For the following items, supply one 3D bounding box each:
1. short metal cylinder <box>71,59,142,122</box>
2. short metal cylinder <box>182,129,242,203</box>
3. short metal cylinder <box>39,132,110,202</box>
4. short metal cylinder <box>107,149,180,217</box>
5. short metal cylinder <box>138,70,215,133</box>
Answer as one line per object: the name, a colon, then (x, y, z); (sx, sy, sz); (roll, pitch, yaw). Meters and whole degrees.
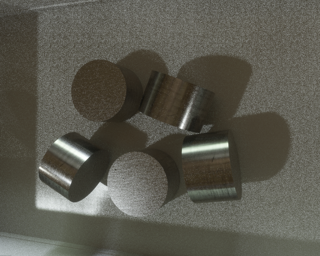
short metal cylinder: (-0.071, -0.048, 0.419); (0.080, 0.050, 0.079); (0, 90, 19)
short metal cylinder: (0.062, 0.044, 0.357); (0.050, 0.080, 0.080); (-10, 87, 19)
short metal cylinder: (-0.113, 0.052, 0.417); (0.050, 0.080, 0.080); (29, 99, 17)
short metal cylinder: (-0.020, 0.068, 0.402); (0.080, 0.050, 0.079); (0, 90, 19)
short metal cylinder: (0.020, -0.032, 0.373); (0.080, 0.080, 0.050); (23, 98, 18)
